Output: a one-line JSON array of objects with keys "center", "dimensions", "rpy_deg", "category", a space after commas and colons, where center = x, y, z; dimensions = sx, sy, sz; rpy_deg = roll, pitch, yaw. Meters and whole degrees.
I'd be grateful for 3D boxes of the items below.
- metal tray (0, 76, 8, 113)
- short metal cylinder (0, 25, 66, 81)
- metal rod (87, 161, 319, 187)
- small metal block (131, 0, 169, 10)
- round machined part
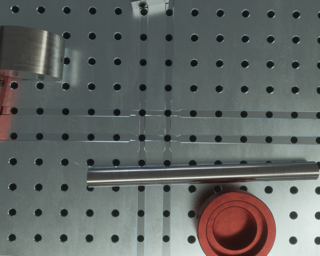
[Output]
[{"center": [-0.257, -0.052, 0.407], "dimensions": [0.091, 0.030, 0.129], "rpy_deg": [12, 90, -1], "category": "metal tray"}, {"center": [-0.161, -0.089, 0.384], "dimensions": [0.081, 0.080, 0.050], "rpy_deg": [5, 90, -1], "category": "short metal cylinder"}, {"center": [0.057, 0.062, 0.414], "dimensions": [0.302, 0.025, 0.025], "rpy_deg": [-2, 90, -1], "category": "metal rod"}, {"center": [-0.018, -0.192, 0.413], "dimensions": [0.050, 0.025, 0.050], "rpy_deg": [-12, 90, -1], "category": "small metal block"}, {"center": [0.096, 0.128, 0.406], "dimensions": [0.099, 0.042, 0.097], "rpy_deg": [0, 90, -1], "category": "round machined part"}]
